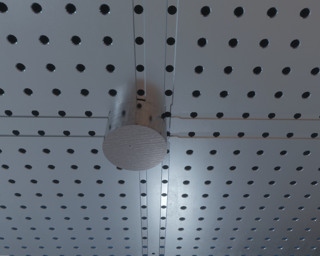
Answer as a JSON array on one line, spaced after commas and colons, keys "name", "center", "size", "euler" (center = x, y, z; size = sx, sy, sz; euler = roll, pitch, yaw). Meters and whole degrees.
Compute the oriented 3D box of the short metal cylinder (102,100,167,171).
[{"name": "short metal cylinder", "center": [-0.031, 0.011, 0.404], "size": [0.081, 0.050, 0.079], "euler": [-1, 130, 0]}]
